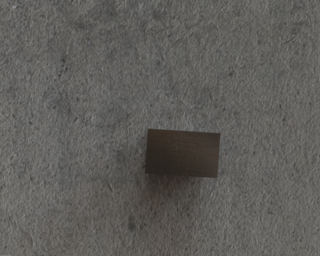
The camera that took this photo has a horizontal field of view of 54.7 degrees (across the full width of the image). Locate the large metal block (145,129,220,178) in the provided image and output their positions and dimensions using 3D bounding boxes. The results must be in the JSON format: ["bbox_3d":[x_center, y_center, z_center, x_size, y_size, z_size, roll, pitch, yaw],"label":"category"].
[{"bbox_3d":[0.025,0.028,0.383,0.081,0.080,0.050,4,90,-1],"label":"large metal block"}]
